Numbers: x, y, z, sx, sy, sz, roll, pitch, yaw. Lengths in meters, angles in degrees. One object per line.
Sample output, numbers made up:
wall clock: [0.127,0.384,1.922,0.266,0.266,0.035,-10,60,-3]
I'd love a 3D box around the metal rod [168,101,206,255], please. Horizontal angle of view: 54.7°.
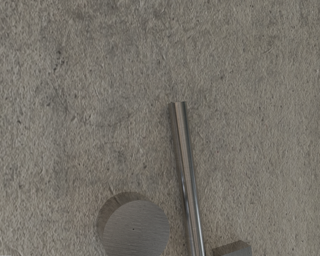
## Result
metal rod: [0.043,0.113,0.426,0.025,0.025,0.298,-9,93,-20]

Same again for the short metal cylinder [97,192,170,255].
short metal cylinder: [-0.035,0.124,0.384,0.081,0.050,0.079,0,90,-21]

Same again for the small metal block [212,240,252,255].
small metal block: [0.107,0.198,0.451,0.050,0.025,0.050,-9,93,-20]
